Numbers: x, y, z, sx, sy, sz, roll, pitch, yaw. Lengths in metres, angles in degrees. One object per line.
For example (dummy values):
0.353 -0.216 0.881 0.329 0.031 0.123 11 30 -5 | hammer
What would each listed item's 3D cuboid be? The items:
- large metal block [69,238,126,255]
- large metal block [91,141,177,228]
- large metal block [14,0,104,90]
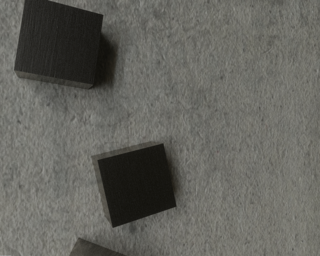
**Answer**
-0.065 0.177 0.357 0.080 0.080 0.050 29 81 -18 | large metal block
-0.033 0.066 0.384 0.081 0.050 0.080 -13 95 -20 | large metal block
-0.114 -0.093 0.354 0.081 0.050 0.080 8 87 -20 | large metal block
